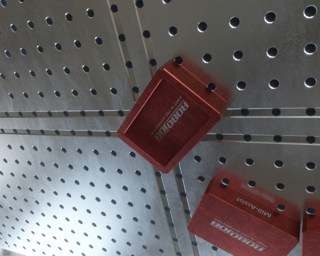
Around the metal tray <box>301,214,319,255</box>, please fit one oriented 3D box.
[{"bbox_3d":[0.230,0.174,0.394,0.090,0.030,0.129,2,120,26],"label":"metal tray"}]

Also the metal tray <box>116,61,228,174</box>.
[{"bbox_3d":[0.010,-0.009,0.395,0.090,0.030,0.129,39,129,1],"label":"metal tray"}]

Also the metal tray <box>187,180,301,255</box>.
[{"bbox_3d":[0.113,0.139,0.434,0.130,0.030,0.089,26,128,11],"label":"metal tray"}]
